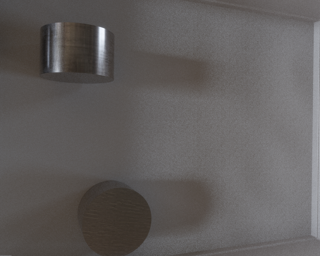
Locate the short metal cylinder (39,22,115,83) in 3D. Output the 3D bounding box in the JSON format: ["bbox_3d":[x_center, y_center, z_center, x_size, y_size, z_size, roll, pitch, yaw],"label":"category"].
[{"bbox_3d":[-0.092,-0.080,0.348,0.081,0.080,0.050,1,90,-20],"label":"short metal cylinder"}]

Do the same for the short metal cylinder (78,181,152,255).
[{"bbox_3d":[-0.057,0.108,0.377,0.081,0.050,0.079,0,90,-21],"label":"short metal cylinder"}]
